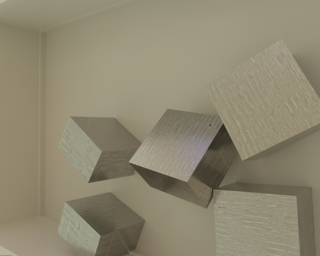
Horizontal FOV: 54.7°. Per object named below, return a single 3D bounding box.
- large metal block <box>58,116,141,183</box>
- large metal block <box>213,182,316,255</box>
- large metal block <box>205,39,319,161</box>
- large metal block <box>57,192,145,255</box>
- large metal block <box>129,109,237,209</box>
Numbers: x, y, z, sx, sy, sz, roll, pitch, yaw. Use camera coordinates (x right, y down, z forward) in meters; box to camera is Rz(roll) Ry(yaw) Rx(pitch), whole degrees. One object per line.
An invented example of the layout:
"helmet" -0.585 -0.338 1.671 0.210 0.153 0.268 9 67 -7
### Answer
"large metal block" -0.081 0.027 0.435 0.080 0.081 0.050 41 115 32
"large metal block" 0.102 0.099 0.305 0.080 0.050 0.080 -4 88 39
"large metal block" 0.103 -0.022 0.296 0.080 0.050 0.080 -32 70 24
"large metal block" -0.082 0.139 0.437 0.080 0.081 0.050 28 108 36
"large metal block" 0.028 0.029 0.337 0.080 0.050 0.080 12 57 42
